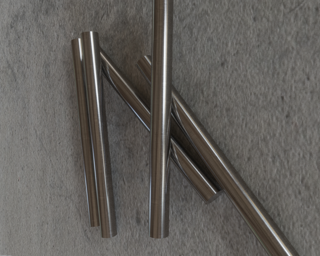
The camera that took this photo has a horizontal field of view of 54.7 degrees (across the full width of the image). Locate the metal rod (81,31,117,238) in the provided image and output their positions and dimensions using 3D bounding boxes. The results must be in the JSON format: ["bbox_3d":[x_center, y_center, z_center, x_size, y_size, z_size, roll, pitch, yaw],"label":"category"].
[{"bbox_3d":[-0.089,0.012,0.455,0.025,0.025,0.298,-1,95,39],"label":"metal rod"}]

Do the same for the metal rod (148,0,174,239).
[{"bbox_3d":[0.001,-0.021,0.368,0.025,0.025,0.298,2,91,39],"label":"metal rod"}]

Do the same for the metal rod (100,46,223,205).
[{"bbox_3d":[-0.023,-0.023,0.421,0.300,0.025,0.025,50,119,28],"label":"metal rod"}]

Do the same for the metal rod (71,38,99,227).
[{"bbox_3d":[-0.116,0.004,0.497,0.025,0.025,0.298,-12,82,39],"label":"metal rod"}]

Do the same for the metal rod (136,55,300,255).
[{"bbox_3d":[0.055,0.025,0.358,0.025,0.025,0.299,-48,62,29],"label":"metal rod"}]
